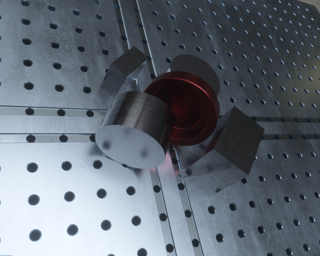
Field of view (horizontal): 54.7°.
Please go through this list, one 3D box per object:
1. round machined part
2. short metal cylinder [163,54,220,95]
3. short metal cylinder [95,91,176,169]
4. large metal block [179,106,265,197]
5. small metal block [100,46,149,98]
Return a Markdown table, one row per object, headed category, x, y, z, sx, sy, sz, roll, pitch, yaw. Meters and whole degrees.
| category | x | y | z | sx | sy | sz | roll | pitch | yaw |
| --- | --- | --- | --- | --- | --- | --- | --- | --- | --- |
| round machined part | 0.027 | -0.028 | 0.395 | 0.098 | 0.097 | 0.042 | 36 | 39 | -5 |
| short metal cylinder | 0.040 | -0.060 | 0.451 | 0.081 | 0.050 | 0.080 | 14 | 56 | -21 |
| short metal cylinder | -0.027 | 0.004 | 0.357 | 0.080 | 0.080 | 0.050 | 28 | 52 | -12 |
| large metal block | 0.080 | 0.031 | 0.399 | 0.050 | 0.080 | 0.080 | 37 | 51 | -4 |
| small metal block | -0.048 | -0.074 | 0.413 | 0.025 | 0.050 | 0.050 | 41 | 51 | -1 |
